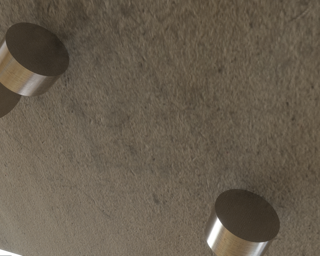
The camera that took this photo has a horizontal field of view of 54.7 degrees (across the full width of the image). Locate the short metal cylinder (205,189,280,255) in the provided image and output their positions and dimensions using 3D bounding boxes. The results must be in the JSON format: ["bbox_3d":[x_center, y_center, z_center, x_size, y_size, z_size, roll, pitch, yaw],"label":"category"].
[{"bbox_3d":[0.103,0.125,0.394,0.080,0.080,0.050,22,127,14],"label":"short metal cylinder"}]

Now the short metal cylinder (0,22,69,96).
[{"bbox_3d":[-0.167,-0.088,0.403,0.050,0.080,0.080,-33,100,38],"label":"short metal cylinder"}]

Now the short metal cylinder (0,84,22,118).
[{"bbox_3d":[-0.255,-0.059,0.467,0.050,0.080,0.079,31,128,7],"label":"short metal cylinder"}]
